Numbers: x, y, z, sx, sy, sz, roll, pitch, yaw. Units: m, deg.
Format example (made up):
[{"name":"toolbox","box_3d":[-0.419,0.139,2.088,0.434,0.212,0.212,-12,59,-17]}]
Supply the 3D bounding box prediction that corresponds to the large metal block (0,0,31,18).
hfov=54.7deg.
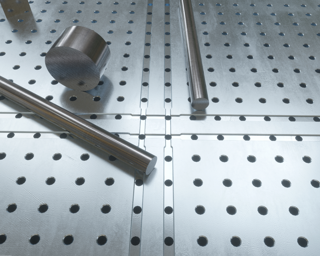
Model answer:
[{"name":"large metal block","box_3d":[-0.302,-0.273,0.597,0.050,0.080,0.080,-32,58,-24]}]

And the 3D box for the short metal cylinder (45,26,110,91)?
[{"name":"short metal cylinder","box_3d":[-0.119,-0.101,0.455,0.080,0.080,0.050,9,51,7]}]

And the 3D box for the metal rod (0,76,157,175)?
[{"name":"metal rod","box_3d":[-0.138,-0.016,0.419,0.301,0.025,0.025,26,55,19]}]

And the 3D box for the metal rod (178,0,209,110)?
[{"name":"metal rod","box_3d":[0.053,-0.149,0.533,0.025,0.025,0.300,-1,50,-1]}]
